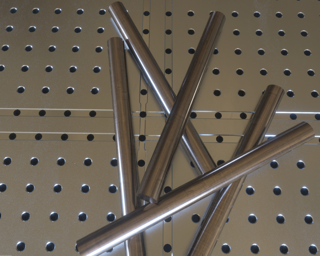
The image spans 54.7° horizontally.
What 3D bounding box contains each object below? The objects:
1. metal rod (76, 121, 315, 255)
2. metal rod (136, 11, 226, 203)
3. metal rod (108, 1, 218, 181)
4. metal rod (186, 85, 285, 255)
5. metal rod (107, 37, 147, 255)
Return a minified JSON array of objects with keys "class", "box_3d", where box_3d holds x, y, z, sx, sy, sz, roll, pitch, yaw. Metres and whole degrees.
[{"class":"metal rod","box_3d":[0.049,0.068,0.359,0.302,0.025,0.025,-26,72,-10]},{"class":"metal rod","box_3d":[0.037,-0.046,0.405,0.025,0.025,0.300,19,62,6]},{"class":"metal rod","box_3d":[0.000,-0.060,0.433,0.025,0.025,0.299,-25,72,-9]},{"class":"metal rod","box_3d":[0.090,0.070,0.387,0.025,0.025,0.300,27,72,9]},{"class":"metal rod","box_3d":[-0.046,0.012,0.406,0.025,0.025,0.299,-7,70,-3]}]
